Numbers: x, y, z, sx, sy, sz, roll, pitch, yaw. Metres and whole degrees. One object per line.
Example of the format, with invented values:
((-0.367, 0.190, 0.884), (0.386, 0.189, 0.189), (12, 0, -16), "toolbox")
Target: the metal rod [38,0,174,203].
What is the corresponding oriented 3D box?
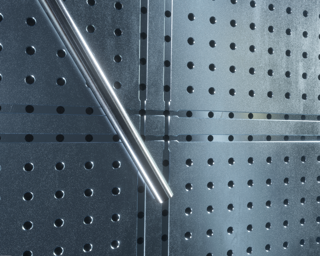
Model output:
((-0.065, -0.035, 0.389), (0.025, 0.025, 0.299), (-32, 101, -17), "metal rod")
